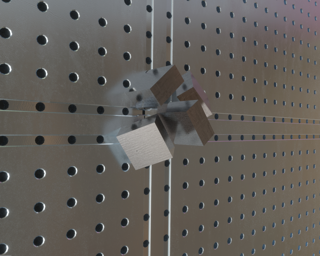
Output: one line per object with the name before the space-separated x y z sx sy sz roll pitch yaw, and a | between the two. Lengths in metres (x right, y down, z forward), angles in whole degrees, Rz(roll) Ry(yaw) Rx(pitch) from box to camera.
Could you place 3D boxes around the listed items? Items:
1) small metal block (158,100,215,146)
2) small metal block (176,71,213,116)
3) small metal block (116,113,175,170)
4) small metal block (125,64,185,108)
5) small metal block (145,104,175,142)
small metal block | 0.032 -0.006 0.386 0.025 0.050 0.050 -44 117 -32
small metal block | 0.046 -0.044 0.429 0.050 0.025 0.050 50 21 -28
small metal block | -0.016 0.017 0.374 0.050 0.050 0.025 63 18 -21
small metal block | -0.007 -0.051 0.386 0.050 0.050 0.025 -48 119 -29
small metal block | 0.007 -0.006 0.414 0.050 0.025 0.050 1 89 -41
